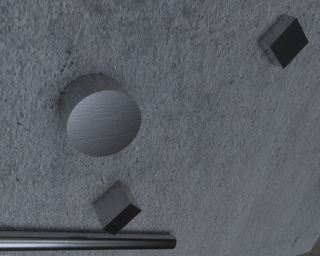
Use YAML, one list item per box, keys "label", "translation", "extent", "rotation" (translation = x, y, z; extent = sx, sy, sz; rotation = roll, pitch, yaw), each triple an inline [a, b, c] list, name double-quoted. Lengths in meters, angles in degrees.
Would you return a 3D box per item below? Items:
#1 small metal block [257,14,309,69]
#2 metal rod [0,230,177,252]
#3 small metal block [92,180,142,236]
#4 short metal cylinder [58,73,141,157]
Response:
- label: "small metal block"
  translation: [0.171, -0.119, 0.429]
  extent: [0.050, 0.025, 0.050]
  rotation: [-48, 129, 5]
- label: "metal rod"
  translation: [-0.099, 0.168, 0.457]
  extent: [0.302, 0.025, 0.025]
  rotation: [15, 110, -35]
- label: "small metal block"
  translation: [-0.060, 0.109, 0.427]
  extent: [0.050, 0.050, 0.025]
  rotation: [-43, 130, 1]
- label: "short metal cylinder"
  translation: [-0.068, -0.015, 0.346]
  extent: [0.081, 0.050, 0.079]
  rotation: [-14, 125, -21]
